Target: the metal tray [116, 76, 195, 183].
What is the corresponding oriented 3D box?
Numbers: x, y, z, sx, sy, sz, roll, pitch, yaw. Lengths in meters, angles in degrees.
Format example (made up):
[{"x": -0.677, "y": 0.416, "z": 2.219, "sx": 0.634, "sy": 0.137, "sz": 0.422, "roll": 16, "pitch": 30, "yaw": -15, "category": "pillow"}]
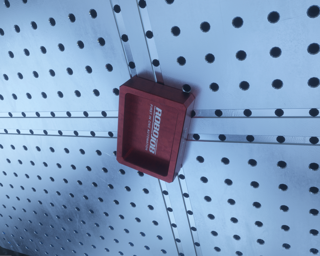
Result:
[{"x": -0.010, "y": 0.005, "z": 0.417, "sx": 0.090, "sy": 0.030, "sz": 0.129, "roll": 19, "pitch": 126, "yaw": 16, "category": "metal tray"}]
